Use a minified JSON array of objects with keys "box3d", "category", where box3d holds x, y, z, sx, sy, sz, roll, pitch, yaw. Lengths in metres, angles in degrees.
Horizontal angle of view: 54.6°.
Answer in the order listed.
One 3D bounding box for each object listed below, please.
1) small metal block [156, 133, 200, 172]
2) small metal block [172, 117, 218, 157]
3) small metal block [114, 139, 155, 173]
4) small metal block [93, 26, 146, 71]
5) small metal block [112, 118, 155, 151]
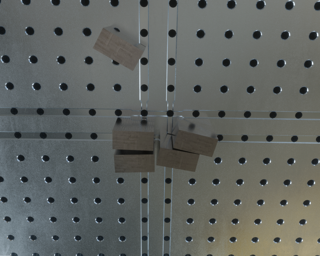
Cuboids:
[{"box3d":[0.022,0.031,0.412,0.050,0.050,0.025,11,110,-4],"category":"small metal block"},{"box3d":[0.044,0.011,0.404,0.050,0.050,0.025,14,110,-5],"category":"small metal block"},{"box3d":[-0.032,0.036,0.413,0.050,0.050,0.025,-1,110,0],"category":"small metal block"},{"box3d":[-0.046,-0.095,0.365,0.050,0.050,0.025,29,108,-10],"category":"small metal block"},{"box3d":[-0.033,0.007,0.402,0.050,0.050,0.025,3,110,-1],"category":"small metal block"}]
